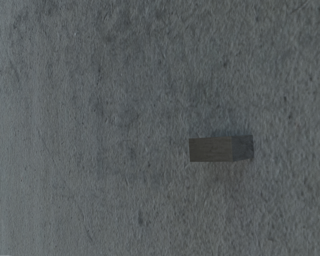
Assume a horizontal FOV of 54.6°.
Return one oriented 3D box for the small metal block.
[{"bbox_3d":[0.067,0.022,0.334,0.050,0.050,0.025,-5,87,40],"label":"small metal block"}]
